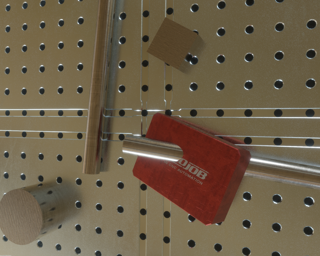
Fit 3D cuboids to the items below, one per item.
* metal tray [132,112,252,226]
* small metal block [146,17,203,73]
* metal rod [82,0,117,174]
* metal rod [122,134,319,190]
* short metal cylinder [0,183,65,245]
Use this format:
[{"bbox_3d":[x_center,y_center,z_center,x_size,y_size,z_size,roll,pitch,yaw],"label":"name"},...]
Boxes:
[{"bbox_3d":[0.032,0.044,0.375,0.130,0.030,0.089,27,99,38],"label":"metal tray"},{"bbox_3d":[0.019,-0.108,0.405,0.050,0.025,0.050,33,100,16],"label":"small metal block"},{"bbox_3d":[-0.084,-0.084,0.440,0.025,0.025,0.298,7,92,19],"label":"metal rod"},{"bbox_3d":[0.103,0.044,0.358,0.301,0.025,0.025,9,93,12],"label":"metal rod"},{"bbox_3d":[-0.192,0.127,0.465,0.080,0.050,0.079,0,90,19],"label":"short metal cylinder"}]
